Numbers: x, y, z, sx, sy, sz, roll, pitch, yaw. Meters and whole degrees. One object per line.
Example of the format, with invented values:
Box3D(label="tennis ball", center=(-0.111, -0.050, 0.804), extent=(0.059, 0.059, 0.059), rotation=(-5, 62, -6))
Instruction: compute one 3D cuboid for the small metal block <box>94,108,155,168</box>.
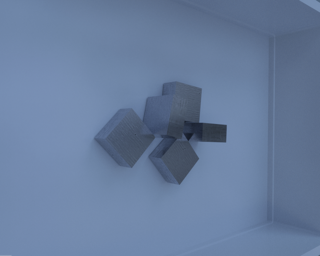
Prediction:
Box3D(label="small metal block", center=(-0.041, 0.012, 0.372), extent=(0.050, 0.025, 0.050), rotation=(-53, 121, -27))

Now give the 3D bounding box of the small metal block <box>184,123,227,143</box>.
Box3D(label="small metal block", center=(0.058, 0.007, 0.439), extent=(0.050, 0.050, 0.025), rotation=(4, 88, -40))

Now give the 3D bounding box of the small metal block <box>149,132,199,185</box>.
Box3D(label="small metal block", center=(0.020, 0.041, 0.423), extent=(0.050, 0.025, 0.050), rotation=(-48, 119, -29))

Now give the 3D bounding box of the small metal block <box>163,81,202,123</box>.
Box3D(label="small metal block", center=(0.030, -0.034, 0.432), extent=(0.050, 0.025, 0.050), rotation=(8, 85, -40))

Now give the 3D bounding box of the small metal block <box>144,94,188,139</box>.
Box3D(label="small metal block", center=(0.005, -0.014, 0.394), extent=(0.025, 0.050, 0.050), rotation=(16, 80, -39))
